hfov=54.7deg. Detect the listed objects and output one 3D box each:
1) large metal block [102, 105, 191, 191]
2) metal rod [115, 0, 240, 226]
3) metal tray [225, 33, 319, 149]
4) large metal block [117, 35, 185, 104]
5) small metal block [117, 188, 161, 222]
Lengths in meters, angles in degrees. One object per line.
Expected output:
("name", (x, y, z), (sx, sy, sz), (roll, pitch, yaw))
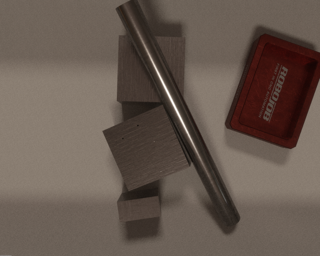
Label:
("large metal block", (-0.013, 0.023, 0.392), (0.080, 0.050, 0.080), (-23, 91, 10))
("metal rod", (0.030, -0.004, 0.370), (0.025, 0.025, 0.299), (-27, 107, 0))
("metal tray", (0.151, -0.047, 0.410), (0.090, 0.030, 0.129), (19, 90, -1))
("large metal block", (-0.011, -0.071, 0.399), (0.081, 0.050, 0.079), (2, 90, -1))
("small metal block", (-0.025, 0.098, 0.399), (0.050, 0.050, 0.025), (-8, 90, 0))
